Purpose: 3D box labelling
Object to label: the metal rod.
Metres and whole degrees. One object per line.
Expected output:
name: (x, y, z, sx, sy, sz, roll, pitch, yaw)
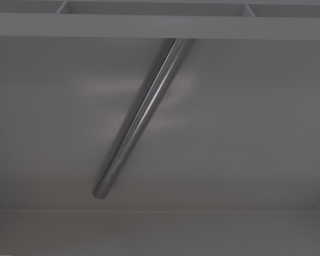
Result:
metal rod: (-0.033, 0.000, 0.408, 0.025, 0.025, 0.298, 20, 127, -16)
